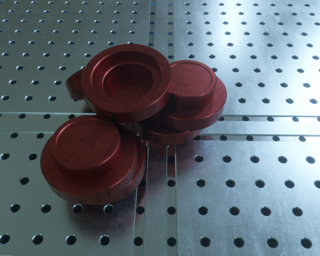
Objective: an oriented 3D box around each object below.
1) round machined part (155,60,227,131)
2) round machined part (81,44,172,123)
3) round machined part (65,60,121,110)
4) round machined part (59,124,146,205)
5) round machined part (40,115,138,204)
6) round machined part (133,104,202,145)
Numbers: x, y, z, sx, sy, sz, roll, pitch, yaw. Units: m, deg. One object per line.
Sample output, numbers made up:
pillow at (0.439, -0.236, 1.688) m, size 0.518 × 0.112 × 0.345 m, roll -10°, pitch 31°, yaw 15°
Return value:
round machined part at (0.033, -0.047, 0.380) m, size 0.099 × 0.042 × 0.098 m, roll 0°, pitch 49°, yaw 0°
round machined part at (-0.035, -0.046, 0.352) m, size 0.098 × 0.042 × 0.098 m, roll -1°, pitch 58°, yaw 2°
round machined part at (-0.072, -0.056, 0.419) m, size 0.099 × 0.098 × 0.042 m, roll -22°, pitch 89°, yaw -17°
round machined part at (-0.066, 0.031, 0.343) m, size 0.099 × 0.042 × 0.098 m, roll 0°, pitch 50°, yaw 0°
round machined part at (-0.073, 0.025, 0.320) m, size 0.099 × 0.042 × 0.098 m, roll 0°, pitch 50°, yaw 0°
round machined part at (0.011, -0.029, 0.394) m, size 0.099 × 0.042 × 0.098 m, roll 0°, pitch 50°, yaw 0°
